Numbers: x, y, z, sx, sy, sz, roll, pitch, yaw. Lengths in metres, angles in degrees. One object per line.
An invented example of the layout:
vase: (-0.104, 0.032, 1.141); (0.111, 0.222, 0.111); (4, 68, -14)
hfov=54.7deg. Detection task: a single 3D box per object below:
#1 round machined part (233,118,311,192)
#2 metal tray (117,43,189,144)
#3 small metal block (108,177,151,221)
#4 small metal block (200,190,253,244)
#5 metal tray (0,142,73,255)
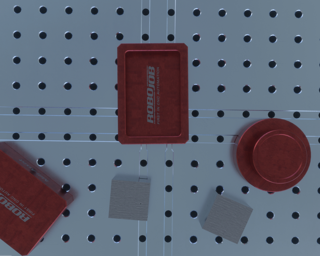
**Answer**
round machined part: (0.150, 0.036, 0.406); (0.099, 0.042, 0.097); (0, 90, 0)
metal tray: (-0.009, -0.044, 0.410); (0.091, 0.030, 0.129); (-1, 90, 0)
small metal block: (-0.039, 0.094, 0.413); (0.050, 0.025, 0.050); (5, 90, 0)
small metal block: (0.088, 0.118, 0.414); (0.050, 0.025, 0.050); (24, 90, 0)
metal tray: (-0.195, 0.091, 0.409); (0.130, 0.030, 0.090); (38, 90, 0)
